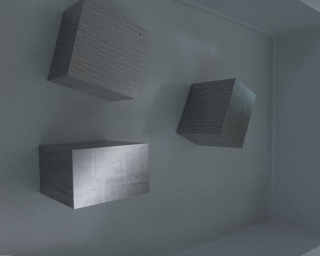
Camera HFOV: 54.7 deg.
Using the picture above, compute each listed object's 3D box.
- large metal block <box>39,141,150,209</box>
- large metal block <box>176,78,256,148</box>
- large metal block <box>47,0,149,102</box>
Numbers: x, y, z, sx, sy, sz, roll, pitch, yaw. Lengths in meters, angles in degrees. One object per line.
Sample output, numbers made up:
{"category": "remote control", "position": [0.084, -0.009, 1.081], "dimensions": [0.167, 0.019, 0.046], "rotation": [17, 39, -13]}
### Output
{"category": "large metal block", "position": [-0.068, 0.041, 0.315], "dimensions": [0.081, 0.080, 0.050], "rotation": [-3, 92, -40]}
{"category": "large metal block", "position": [0.079, -0.019, 0.439], "dimensions": [0.050, 0.080, 0.080], "rotation": [30, 71, -37]}
{"category": "large metal block", "position": [-0.065, -0.079, 0.337], "dimensions": [0.081, 0.050, 0.080], "rotation": [17, 80, -39]}
